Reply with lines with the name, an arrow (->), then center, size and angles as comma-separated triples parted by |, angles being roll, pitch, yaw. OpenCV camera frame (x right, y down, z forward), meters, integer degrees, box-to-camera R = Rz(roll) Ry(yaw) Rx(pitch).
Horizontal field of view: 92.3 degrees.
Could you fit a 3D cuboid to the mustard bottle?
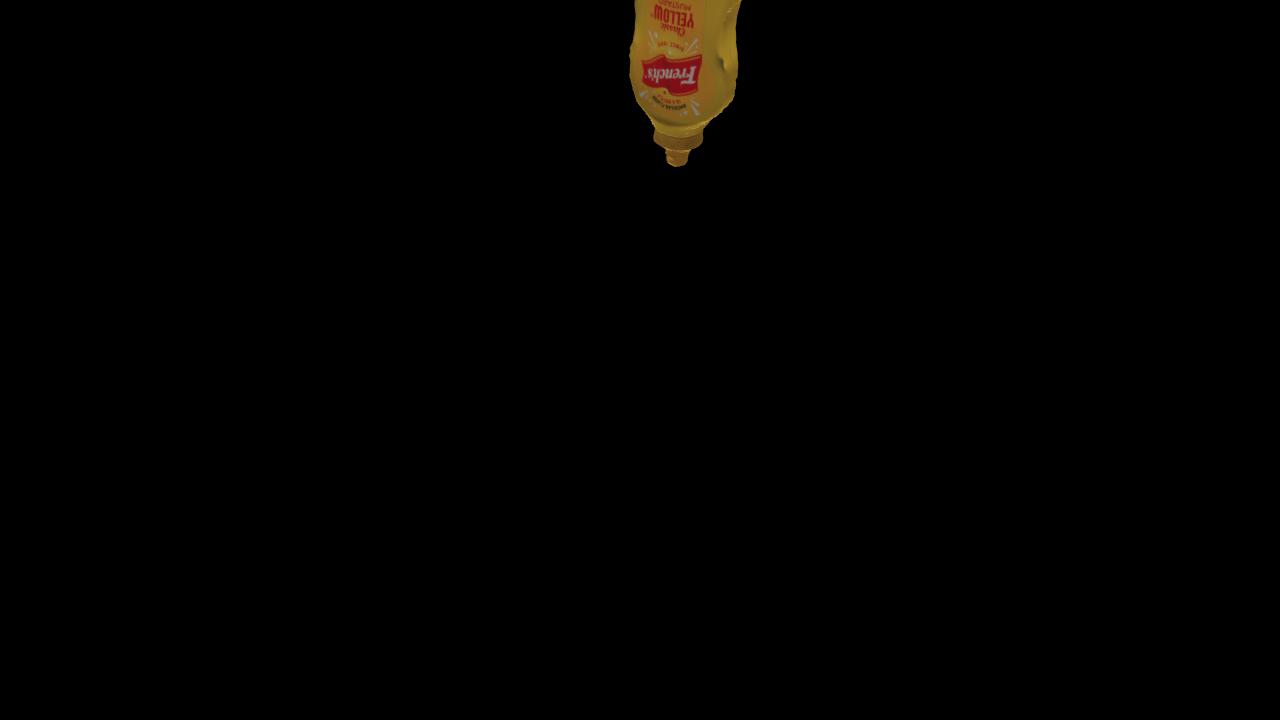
mustard bottle -> 0.035, -0.237, 0.481 | 0.092, 0.054, 0.184 | 19, -39, 14
